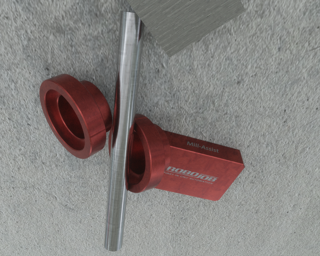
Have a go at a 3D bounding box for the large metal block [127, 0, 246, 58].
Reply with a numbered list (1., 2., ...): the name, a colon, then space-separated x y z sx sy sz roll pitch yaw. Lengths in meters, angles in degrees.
1. large metal block: 0.019 -0.126 0.283 0.080 0.050 0.080 -28 125 21

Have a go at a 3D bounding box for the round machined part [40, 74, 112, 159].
1. round machined part: -0.093 -0.016 0.358 0.098 0.042 0.097 29 135 34

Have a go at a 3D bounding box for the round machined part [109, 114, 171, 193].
1. round machined part: -0.023 0.030 0.395 0.042 0.098 0.097 -10 139 -37

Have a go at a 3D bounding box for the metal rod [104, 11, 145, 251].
1. metal rod: -0.045 0.021 0.365 0.025 0.025 0.298 6 112 -5

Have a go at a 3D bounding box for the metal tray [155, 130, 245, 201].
1. metal tray: 0.044 0.058 0.454 0.131 0.030 0.089 15 129 -13
